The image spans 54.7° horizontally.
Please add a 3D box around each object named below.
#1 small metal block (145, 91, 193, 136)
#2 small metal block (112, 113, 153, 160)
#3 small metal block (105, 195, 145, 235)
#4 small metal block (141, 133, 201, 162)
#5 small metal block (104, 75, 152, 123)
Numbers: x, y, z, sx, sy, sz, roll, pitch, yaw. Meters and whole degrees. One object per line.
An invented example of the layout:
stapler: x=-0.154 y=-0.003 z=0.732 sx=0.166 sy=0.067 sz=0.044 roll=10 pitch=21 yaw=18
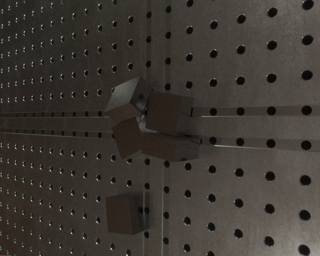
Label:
small metal block: x=0.011 y=-0.019 z=0.398 sx=0.050 sy=0.025 sz=0.050 roll=15 pitch=99 yaw=38
small metal block: x=-0.036 y=0.012 z=0.437 sx=0.050 sy=0.025 sz=0.050 roll=-30 pitch=72 yaw=35
small metal block: x=-0.051 y=0.125 z=0.449 sx=0.050 sy=0.025 sz=0.050 roll=-9 pitch=84 yaw=39
small metal block: x=0.014 y=0.022 z=0.380 sx=0.050 sy=0.050 sz=0.025 roll=12 pitch=98 yaw=39
small metal block: x=-0.044 y=-0.039 z=0.427 sx=0.050 sy=0.025 sz=0.050 roll=-16 pitch=43 yaw=38
